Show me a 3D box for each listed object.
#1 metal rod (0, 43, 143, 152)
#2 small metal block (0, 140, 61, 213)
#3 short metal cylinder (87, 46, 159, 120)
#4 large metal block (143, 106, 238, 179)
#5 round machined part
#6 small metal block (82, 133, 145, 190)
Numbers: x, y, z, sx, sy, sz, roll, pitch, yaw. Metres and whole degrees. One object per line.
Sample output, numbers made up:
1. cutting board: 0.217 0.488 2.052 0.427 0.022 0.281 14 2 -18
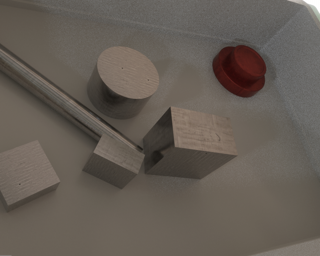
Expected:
1. metal rod: -0.148 -0.055 0.360 0.301 0.025 0.025 37 51 -4
2. small metal block: -0.135 0.046 0.305 0.050 0.025 0.050 -24 75 -37
3. short metal cylinder: -0.048 -0.058 0.400 0.081 0.050 0.080 14 56 -21
4. large metal block: 0.033 0.022 0.376 0.081 0.080 0.050 9 58 -24
5. round machined part: 0.145 -0.105 0.539 0.099 0.042 0.098 14 56 -21
6. small metal block: -0.052 0.038 0.340 0.050 0.050 0.025 28 52 -11
